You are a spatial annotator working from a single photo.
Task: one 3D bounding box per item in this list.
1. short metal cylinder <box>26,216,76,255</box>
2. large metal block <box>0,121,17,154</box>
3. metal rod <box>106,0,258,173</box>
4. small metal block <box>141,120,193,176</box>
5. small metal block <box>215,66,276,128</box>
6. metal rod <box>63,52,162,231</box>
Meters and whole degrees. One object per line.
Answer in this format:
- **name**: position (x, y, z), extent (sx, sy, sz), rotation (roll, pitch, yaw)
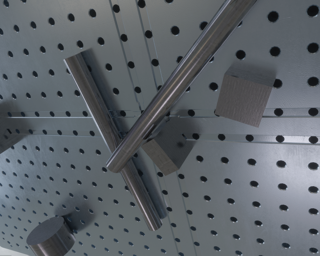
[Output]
- **short metal cylinder**: position (-0.222, 0.227, 0.634), extent (0.080, 0.080, 0.050), rotation (-11, 113, 33)
- **large metal block**: position (-0.333, 0.018, 0.582), extent (0.080, 0.050, 0.080), rotation (-19, 109, 35)
- **metal rod**: position (0.012, -0.041, 0.363), extent (0.025, 0.025, 0.298), rotation (40, 124, 1)
- **small metal block**: position (0.010, 0.025, 0.406), extent (0.025, 0.050, 0.050), rotation (-33, 100, 38)
- **small metal block**: position (0.093, -0.034, 0.341), extent (0.050, 0.025, 0.050), rotation (19, 126, 17)
- **metal rod**: position (-0.063, 0.033, 0.464), extent (0.025, 0.025, 0.299), rotation (-10, 114, 32)
